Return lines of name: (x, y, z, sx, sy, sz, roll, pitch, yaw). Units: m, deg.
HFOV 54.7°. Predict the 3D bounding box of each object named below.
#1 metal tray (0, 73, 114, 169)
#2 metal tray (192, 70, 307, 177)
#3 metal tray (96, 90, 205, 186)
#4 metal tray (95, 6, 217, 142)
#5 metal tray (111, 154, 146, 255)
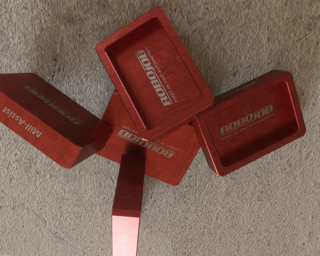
metal tray: (-0.128, -0.014, 0.353, 0.130, 0.090, 0.030, 35, 107, 5)
metal tray: (0.112, -0.007, 0.390, 0.131, 0.030, 0.090, -25, 109, -7)
metal tray: (-0.016, 0.013, 0.413, 0.131, 0.030, 0.089, 24, 108, -9)
metal tray: (-0.006, -0.060, 0.355, 0.090, 0.030, 0.130, -30, 79, 10)
metal tray: (-0.039, 0.108, 0.395, 0.030, 0.090, 0.129, 5, 131, -2)
